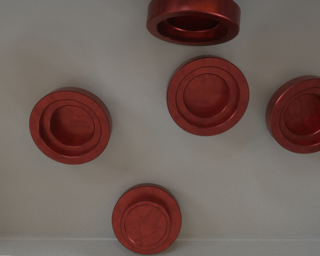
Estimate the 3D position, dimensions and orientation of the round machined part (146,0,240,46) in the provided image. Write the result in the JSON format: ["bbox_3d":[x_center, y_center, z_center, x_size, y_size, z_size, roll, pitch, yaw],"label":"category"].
[{"bbox_3d":[0.036,-0.124,0.332,0.099,0.098,0.042,5,87,-2],"label":"round machined part"}]

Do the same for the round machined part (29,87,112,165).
[{"bbox_3d":[-0.111,-0.005,0.399,0.099,0.042,0.097,0,110,-1],"label":"round machined part"}]

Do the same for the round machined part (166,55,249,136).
[{"bbox_3d":[0.057,-0.042,0.387,0.099,0.042,0.097,0,110,-1],"label":"round machined part"}]

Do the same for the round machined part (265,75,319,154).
[{"bbox_3d":[0.184,-0.020,0.398,0.099,0.042,0.097,0,110,-1],"label":"round machined part"}]

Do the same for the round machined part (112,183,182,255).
[{"bbox_3d":[-0.019,0.130,0.434,0.099,0.042,0.097,0,91,0],"label":"round machined part"}]
